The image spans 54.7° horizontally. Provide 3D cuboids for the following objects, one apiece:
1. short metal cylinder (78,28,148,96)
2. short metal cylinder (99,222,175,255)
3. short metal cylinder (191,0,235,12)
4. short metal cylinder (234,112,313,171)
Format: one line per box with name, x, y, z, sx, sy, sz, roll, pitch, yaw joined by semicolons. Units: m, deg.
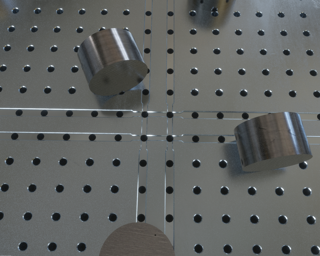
short metal cylinder;-0.063;-0.086;0.413;0.080;0.080;0.050;-21;72;-7
short metal cylinder;-0.024;0.148;0.344;0.081;0.050;0.080;0;70;0
short metal cylinder;0.086;-0.231;0.483;0.081;0.050;0.080;0;70;0
short metal cylinder;0.135;0.019;0.376;0.081;0.080;0.050;-7;70;-3
